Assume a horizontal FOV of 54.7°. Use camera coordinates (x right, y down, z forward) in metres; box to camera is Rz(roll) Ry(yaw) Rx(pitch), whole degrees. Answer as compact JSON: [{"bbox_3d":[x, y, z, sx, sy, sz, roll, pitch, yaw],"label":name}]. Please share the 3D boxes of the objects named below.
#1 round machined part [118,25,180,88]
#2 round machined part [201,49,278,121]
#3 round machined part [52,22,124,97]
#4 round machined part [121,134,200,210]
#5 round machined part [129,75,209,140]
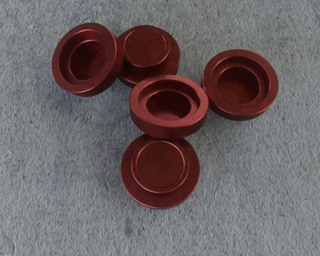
[{"bbox_3d":[-0.020,-0.105,0.438,0.099,0.042,0.098,0,70,-1],"label":"round machined part"},{"bbox_3d":[0.105,-0.054,0.421,0.099,0.042,0.098,0,70,-1],"label":"round machined part"},{"bbox_3d":[-0.093,-0.088,0.420,0.098,0.042,0.098,-5,76,20],"label":"round machined part"},{"bbox_3d":[0.000,0.049,0.382,0.099,0.042,0.098,0,70,-1],"label":"round machined part"},{"bbox_3d":[0.011,-0.022,0.397,0.099,0.042,0.098,2,47,-2],"label":"round machined part"}]
